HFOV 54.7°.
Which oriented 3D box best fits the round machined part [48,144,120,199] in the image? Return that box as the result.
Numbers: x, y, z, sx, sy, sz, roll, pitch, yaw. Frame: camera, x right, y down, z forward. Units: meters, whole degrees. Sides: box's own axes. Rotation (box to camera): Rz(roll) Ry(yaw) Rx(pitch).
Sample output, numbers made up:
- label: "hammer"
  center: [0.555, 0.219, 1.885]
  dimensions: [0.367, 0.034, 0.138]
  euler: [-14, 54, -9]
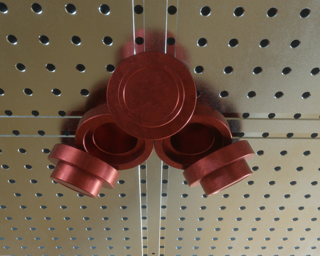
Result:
- label: "round machined part"
  center: [-0.108, 0.063, 0.422]
  dimensions: [0.098, 0.042, 0.098]
  euler: [20, 158, 9]

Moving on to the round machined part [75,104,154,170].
- label: "round machined part"
  center: [-0.057, 0.007, 0.405]
  dimensions: [0.099, 0.042, 0.097]
  euler: [-1, 130, 0]

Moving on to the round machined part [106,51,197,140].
- label: "round machined part"
  center: [-0.009, -0.035, 0.337]
  dimensions: [0.099, 0.042, 0.097]
  euler: [0, 92, -1]

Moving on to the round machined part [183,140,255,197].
- label: "round machined part"
  center: [0.084, 0.058, 0.416]
  dimensions: [0.099, 0.042, 0.098]
  euler: [-24, 162, -8]

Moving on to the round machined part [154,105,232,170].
- label: "round machined part"
  center: [0.042, 0.008, 0.408]
  dimensions: [0.099, 0.042, 0.097]
  euler: [-1, 130, 0]
